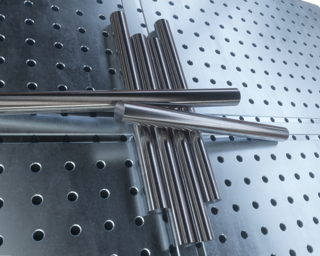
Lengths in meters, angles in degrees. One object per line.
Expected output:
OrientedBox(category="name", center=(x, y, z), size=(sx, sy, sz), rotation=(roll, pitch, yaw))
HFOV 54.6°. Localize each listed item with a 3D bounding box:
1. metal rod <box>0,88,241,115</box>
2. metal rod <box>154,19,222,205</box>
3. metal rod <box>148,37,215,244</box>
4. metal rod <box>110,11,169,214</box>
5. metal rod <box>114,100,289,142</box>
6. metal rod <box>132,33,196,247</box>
OrientedBox(category="metal rod", center=(-0.037, -0.034, 0.379), size=(0.302, 0.025, 0.025), rotation=(-4, 63, -20))
OrientedBox(category="metal rod", center=(0.033, -0.040, 0.449), size=(0.025, 0.025, 0.299), rotation=(1, 61, -28))
OrientedBox(category="metal rod", center=(0.020, -0.001, 0.420), size=(0.025, 0.025, 0.299), rotation=(1, 61, -28))
OrientedBox(category="metal rod", center=(-0.033, -0.038, 0.412), size=(0.025, 0.025, 0.299), rotation=(1, 61, -28))
OrientedBox(category="metal rod", center=(0.079, -0.004, 0.426), size=(0.302, 0.025, 0.025), rotation=(7, 59, -35))
OrientedBox(category="metal rod", center=(-0.003, -0.003, 0.406), size=(0.025, 0.025, 0.299), rotation=(1, 61, -28))
